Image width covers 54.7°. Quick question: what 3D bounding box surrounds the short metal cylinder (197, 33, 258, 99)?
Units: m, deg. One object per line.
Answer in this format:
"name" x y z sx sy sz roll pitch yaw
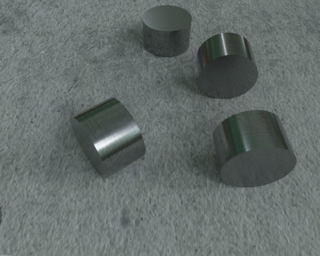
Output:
"short metal cylinder" 0.094 -0.087 0.442 0.081 0.080 0.050 1 50 0

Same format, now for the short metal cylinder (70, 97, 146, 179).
"short metal cylinder" -0.061 0.011 0.357 0.050 0.080 0.080 -30 57 -23

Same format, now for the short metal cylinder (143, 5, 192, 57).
"short metal cylinder" 0.012 -0.165 0.526 0.081 0.050 0.080 0 50 0

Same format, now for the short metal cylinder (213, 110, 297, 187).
"short metal cylinder" 0.104 0.025 0.348 0.081 0.080 0.050 -3 50 -3
